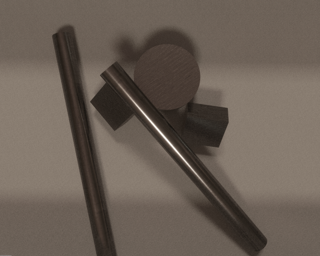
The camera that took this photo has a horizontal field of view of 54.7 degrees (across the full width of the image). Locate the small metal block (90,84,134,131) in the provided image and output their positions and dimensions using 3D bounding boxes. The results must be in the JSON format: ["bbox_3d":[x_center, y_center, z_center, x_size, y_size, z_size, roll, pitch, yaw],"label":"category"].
[{"bbox_3d":[-0.054,-0.032,0.397,0.050,0.025,0.050,50,130,-1],"label":"small metal block"}]

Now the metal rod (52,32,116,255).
[{"bbox_3d":[-0.100,0.024,0.410,0.025,0.025,0.298,-11,90,0],"label":"metal rod"}]

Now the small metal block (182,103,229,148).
[{"bbox_3d":[0.056,-0.003,0.398,0.050,0.050,0.025,8,48,-1],"label":"small metal block"}]

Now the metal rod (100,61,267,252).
[{"bbox_3d":[0.037,0.043,0.382,0.025,0.025,0.300,-41,102,0],"label":"metal rod"}]

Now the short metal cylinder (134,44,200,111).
[{"bbox_3d":[0.009,-0.062,0.399,0.081,0.050,0.079,0,90,-1],"label":"short metal cylinder"}]
